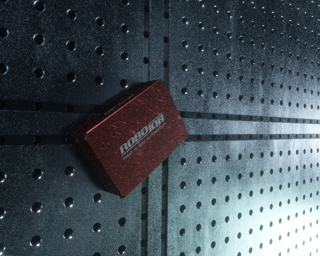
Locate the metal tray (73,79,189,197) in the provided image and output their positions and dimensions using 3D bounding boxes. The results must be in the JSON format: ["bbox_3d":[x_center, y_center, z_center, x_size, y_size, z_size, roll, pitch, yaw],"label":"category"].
[{"bbox_3d":[-0.029,0.009,0.384,0.131,0.030,0.090,-41,115,-32],"label":"metal tray"}]
